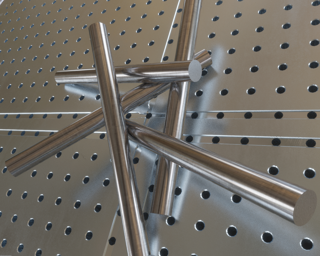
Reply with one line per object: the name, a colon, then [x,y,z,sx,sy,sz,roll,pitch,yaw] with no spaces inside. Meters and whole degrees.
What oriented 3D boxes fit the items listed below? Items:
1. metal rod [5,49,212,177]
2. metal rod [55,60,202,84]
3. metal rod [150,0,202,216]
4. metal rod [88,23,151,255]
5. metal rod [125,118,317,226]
metal rod: [-0.062,-0.024,0.416,0.301,0.025,0.025,-31,51,-7]
metal rod: [-0.069,-0.078,0.453,0.300,0.025,0.025,7,65,43]
metal rod: [0.024,-0.044,0.392,0.025,0.025,0.299,0,71,28]
metal rod: [-0.054,0.001,0.381,0.025,0.025,0.299,-19,71,17]
metal rod: [0.014,0.022,0.324,0.025,0.025,0.300,-54,33,-10]
